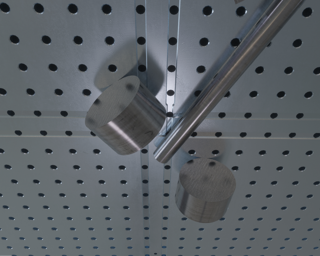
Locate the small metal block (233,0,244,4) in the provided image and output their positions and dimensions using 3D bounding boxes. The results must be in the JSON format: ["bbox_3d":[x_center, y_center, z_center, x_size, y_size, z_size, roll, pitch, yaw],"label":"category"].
[{"bbox_3d":[0.083,-0.151,0.283,0.050,0.025,0.050,-21,127,17],"label":"small metal block"}]

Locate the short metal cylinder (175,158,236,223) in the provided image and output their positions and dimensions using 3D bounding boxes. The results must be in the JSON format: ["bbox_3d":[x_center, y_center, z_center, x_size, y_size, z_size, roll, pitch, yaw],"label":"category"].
[{"bbox_3d":[0.065,0.090,0.453,0.081,0.080,0.050,4,130,-4],"label":"short metal cylinder"}]

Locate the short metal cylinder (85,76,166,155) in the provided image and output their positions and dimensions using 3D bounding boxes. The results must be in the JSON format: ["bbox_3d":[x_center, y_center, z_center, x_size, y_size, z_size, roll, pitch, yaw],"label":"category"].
[{"bbox_3d":[-0.040,-0.015,0.362,0.080,0.080,0.050,-28,125,22],"label":"short metal cylinder"}]

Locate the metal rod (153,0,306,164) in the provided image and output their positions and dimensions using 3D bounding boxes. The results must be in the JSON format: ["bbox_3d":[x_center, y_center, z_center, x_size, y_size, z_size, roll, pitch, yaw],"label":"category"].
[{"bbox_3d":[0.076,-0.058,0.363,0.025,0.025,0.298,24,126,-19],"label":"metal rod"}]
